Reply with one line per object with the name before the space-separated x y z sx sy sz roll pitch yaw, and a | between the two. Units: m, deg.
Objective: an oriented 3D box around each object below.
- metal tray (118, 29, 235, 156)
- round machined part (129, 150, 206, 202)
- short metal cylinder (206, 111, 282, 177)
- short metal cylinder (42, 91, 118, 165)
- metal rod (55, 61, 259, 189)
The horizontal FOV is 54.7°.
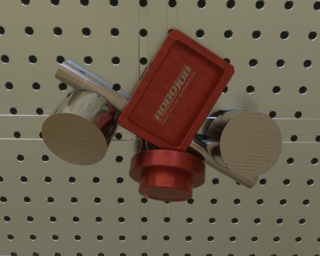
metal tray | 0.019 -0.040 0.380 0.090 0.030 0.130 30 94 -11
round machined part | 0.009 0.066 0.400 0.099 0.042 0.098 5 153 3
short metal cylinder | 0.105 0.018 0.395 0.081 0.050 0.079 -1 93 -11
short metal cylinder | -0.097 0.000 0.387 0.080 0.050 0.079 6 127 8
metal rod | 0.004 0.001 0.414 0.301 0.025 0.025 30 107 -11
